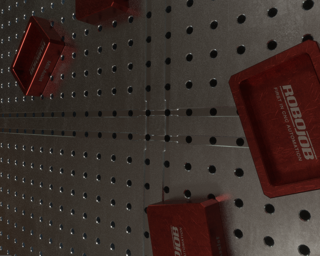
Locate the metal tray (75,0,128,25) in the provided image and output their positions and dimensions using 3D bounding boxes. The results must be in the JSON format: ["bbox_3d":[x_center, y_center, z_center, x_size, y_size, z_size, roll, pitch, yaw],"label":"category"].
[{"bbox_3d":[-0.092,-0.237,0.480,0.090,0.030,0.129,-2,89,39],"label":"metal tray"}]

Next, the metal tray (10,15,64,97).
[{"bbox_3d":[-0.241,-0.137,0.601,0.090,0.030,0.129,50,119,28],"label":"metal tray"}]

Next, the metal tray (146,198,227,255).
[{"bbox_3d":[0.035,0.155,0.376,0.090,0.030,0.129,-14,81,38],"label":"metal tray"}]

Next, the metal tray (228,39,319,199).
[{"bbox_3d":[0.129,-0.006,0.298,0.090,0.030,0.129,-23,76,37],"label":"metal tray"}]
